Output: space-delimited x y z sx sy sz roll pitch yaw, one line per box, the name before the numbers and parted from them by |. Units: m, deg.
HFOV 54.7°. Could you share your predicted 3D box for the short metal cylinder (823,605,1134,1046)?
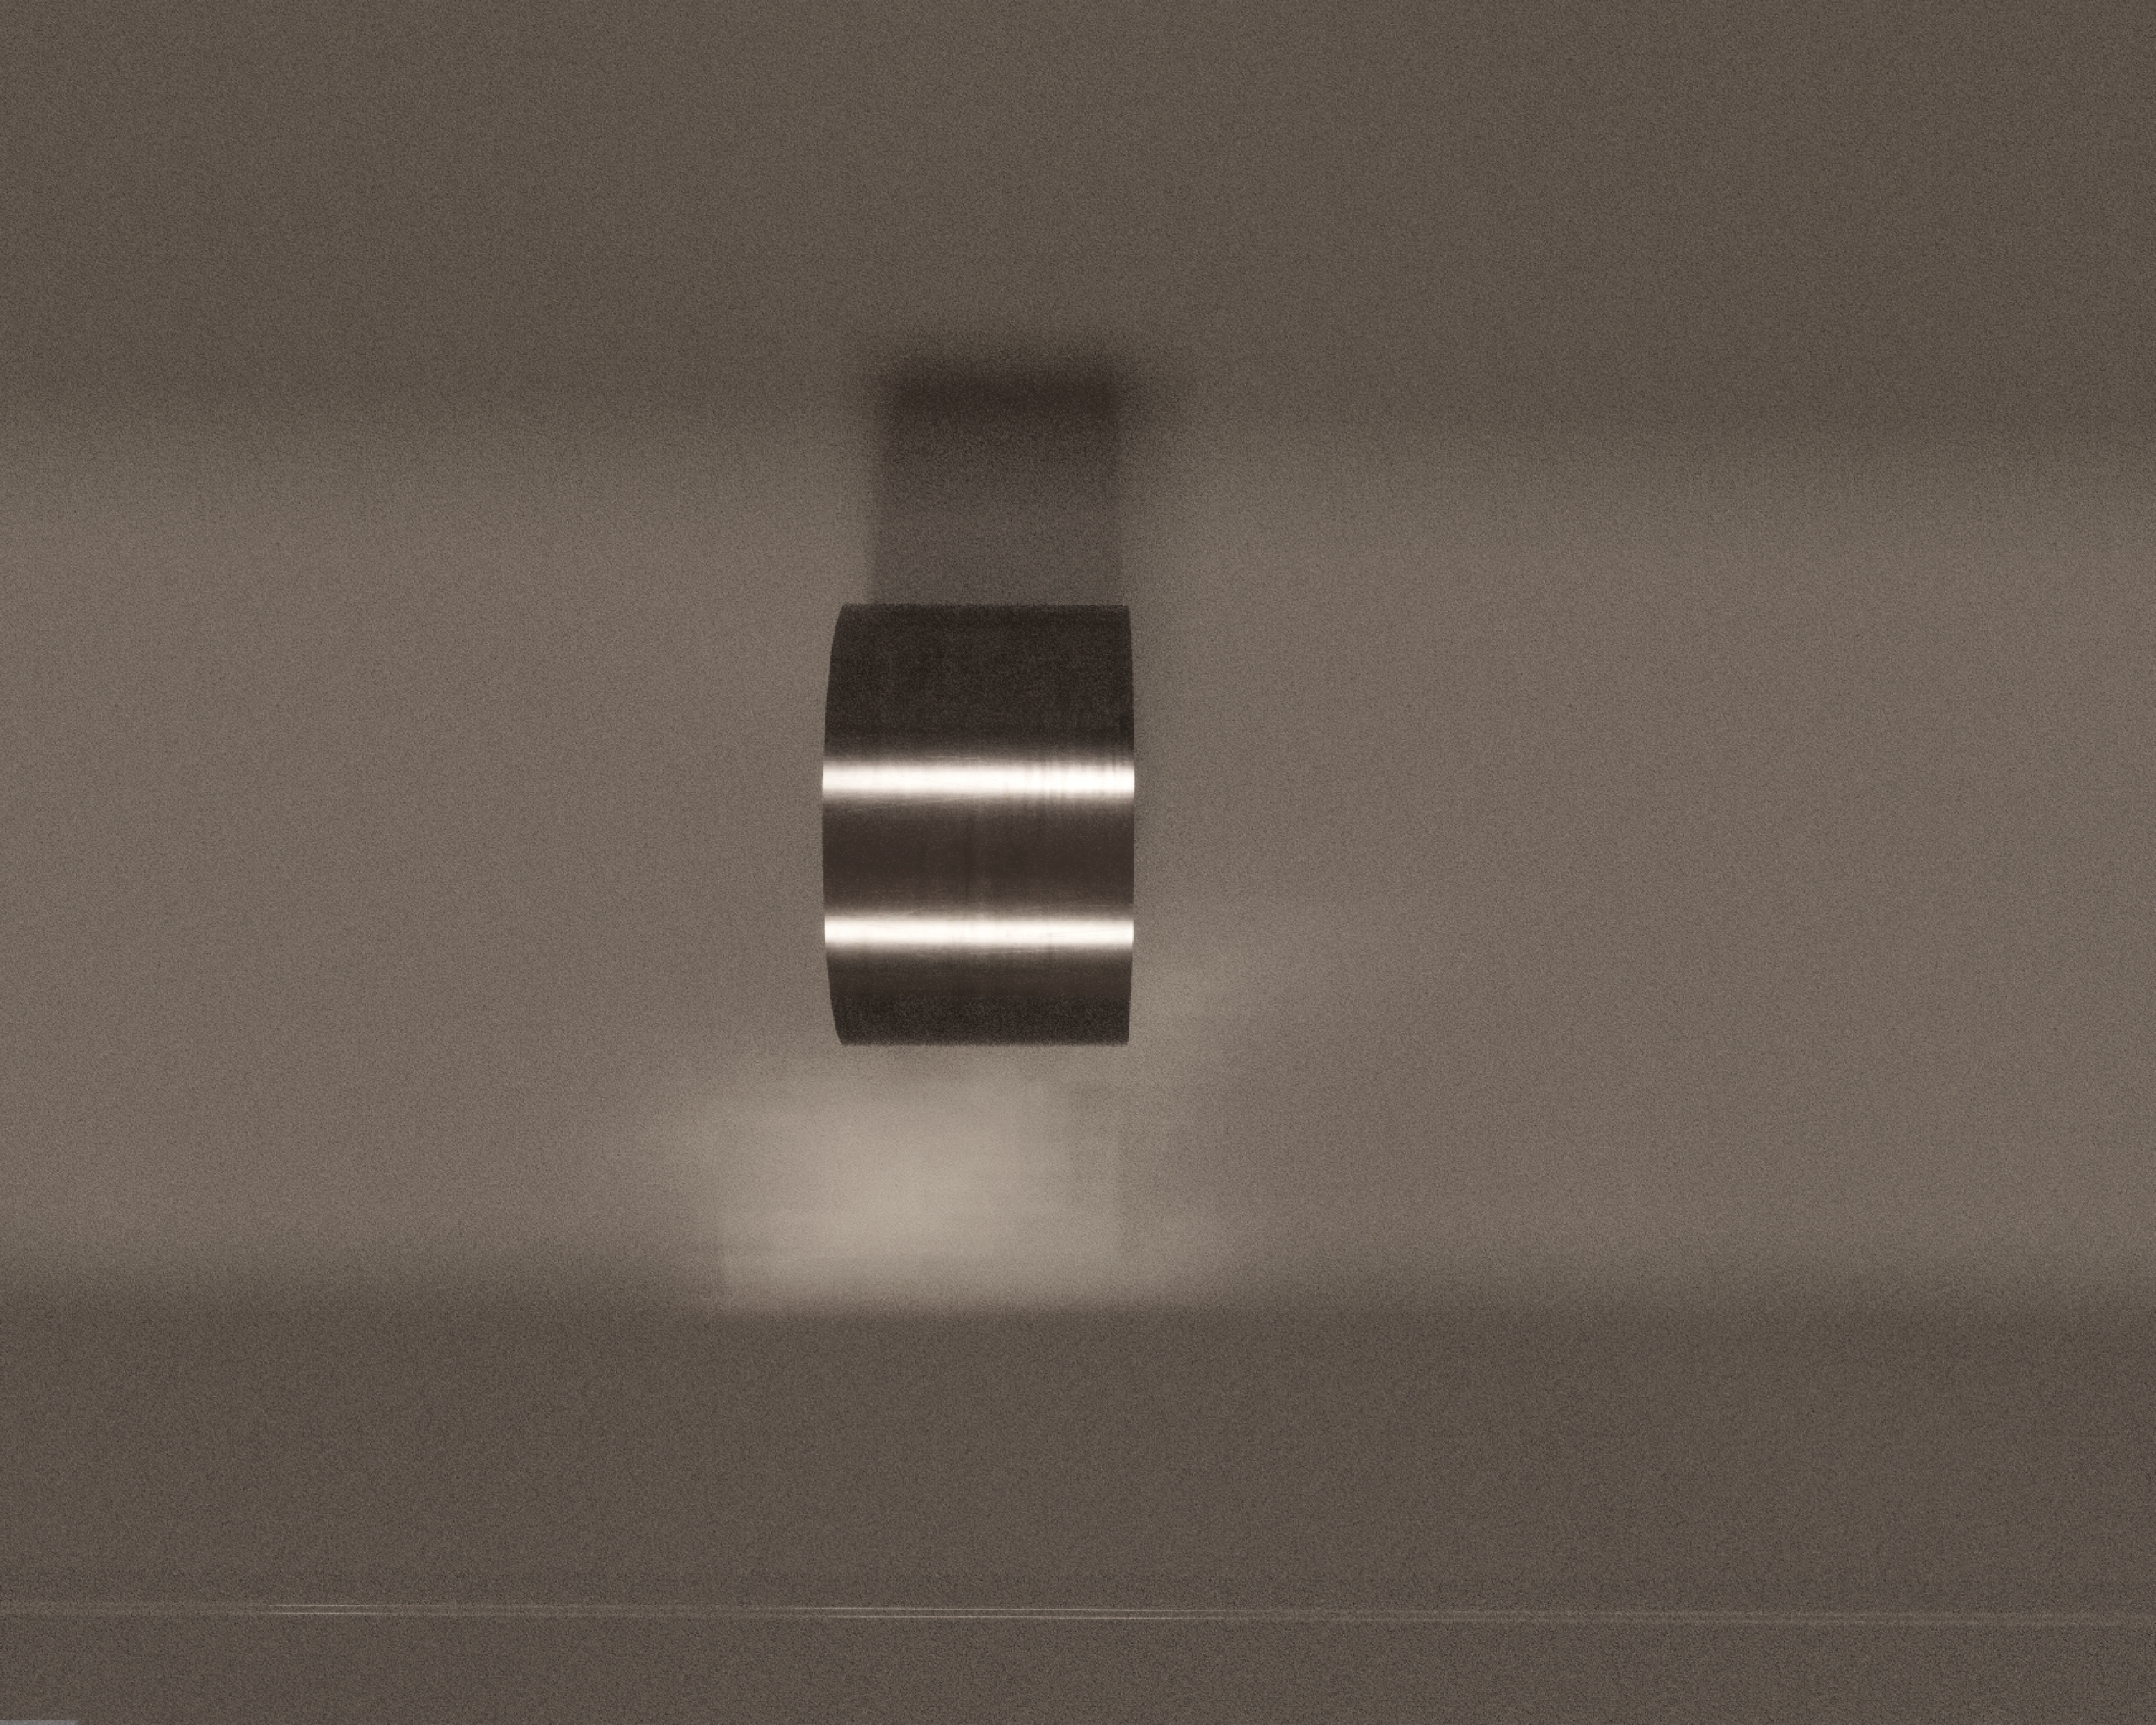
short metal cylinder | -0.016 -0.007 0.377 0.050 0.080 0.079 0 110 -1
